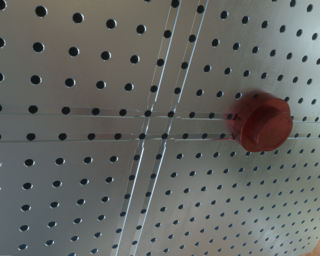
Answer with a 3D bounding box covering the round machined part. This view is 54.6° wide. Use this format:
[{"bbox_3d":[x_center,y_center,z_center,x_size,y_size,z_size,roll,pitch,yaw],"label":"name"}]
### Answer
[{"bbox_3d":[0.169,-0.002,0.490,0.099,0.042,0.097,-14,124,-21],"label":"round machined part"}]
